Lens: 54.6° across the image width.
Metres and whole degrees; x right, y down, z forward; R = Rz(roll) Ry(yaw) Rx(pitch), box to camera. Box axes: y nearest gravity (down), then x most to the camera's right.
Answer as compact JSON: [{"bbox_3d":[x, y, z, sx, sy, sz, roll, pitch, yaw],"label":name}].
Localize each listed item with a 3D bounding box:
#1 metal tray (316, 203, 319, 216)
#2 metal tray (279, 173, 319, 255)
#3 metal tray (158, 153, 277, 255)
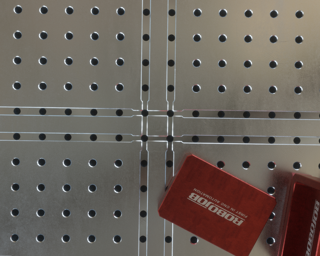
[{"bbox_3d":[0.283,0.080,0.413,0.090,0.030,0.130,28,90,0],"label":"metal tray"},{"bbox_3d":[0.187,0.128,0.382,0.030,0.090,0.129,10,90,0],"label":"metal tray"},{"bbox_3d":[0.074,0.101,0.411,0.130,0.030,0.090,28,90,0],"label":"metal tray"}]
